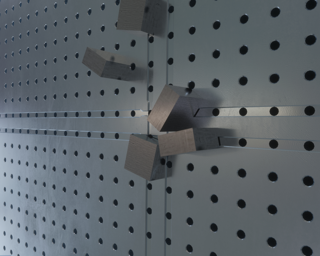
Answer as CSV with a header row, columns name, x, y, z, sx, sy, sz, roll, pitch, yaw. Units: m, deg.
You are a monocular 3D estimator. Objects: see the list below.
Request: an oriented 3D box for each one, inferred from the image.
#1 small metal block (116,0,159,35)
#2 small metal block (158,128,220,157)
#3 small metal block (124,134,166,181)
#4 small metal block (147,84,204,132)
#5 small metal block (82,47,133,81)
name,x,y,z,sx,sy,sz,roll,pitch,yaw
small metal block,-0.032,-0.160,0.437,0.050,0.025,0.050,17,101,39
small metal block,0.034,0.017,0.366,0.050,0.050,0.025,-14,81,39
small metal block,-0.019,0.039,0.426,0.050,0.025,0.050,19,102,38
small metal block,0.019,-0.023,0.378,0.025,0.050,0.050,43,116,31
small metal block,-0.078,-0.094,0.459,0.050,0.050,0.025,38,114,33
